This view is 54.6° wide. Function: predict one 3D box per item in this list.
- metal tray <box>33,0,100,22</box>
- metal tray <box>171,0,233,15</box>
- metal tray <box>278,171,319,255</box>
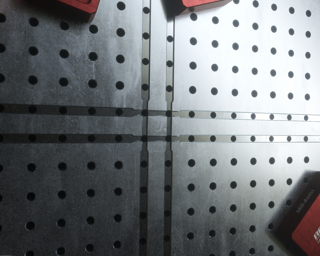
[{"bbox_3d":[-0.105,-0.206,0.370,0.091,0.030,0.130,17,84,-19],"label":"metal tray"},{"bbox_3d":[0.048,-0.232,0.427,0.091,0.030,0.129,-19,97,-19],"label":"metal tray"},{"bbox_3d":[0.263,0.147,0.507,0.090,0.030,0.130,45,76,-15],"label":"metal tray"}]
